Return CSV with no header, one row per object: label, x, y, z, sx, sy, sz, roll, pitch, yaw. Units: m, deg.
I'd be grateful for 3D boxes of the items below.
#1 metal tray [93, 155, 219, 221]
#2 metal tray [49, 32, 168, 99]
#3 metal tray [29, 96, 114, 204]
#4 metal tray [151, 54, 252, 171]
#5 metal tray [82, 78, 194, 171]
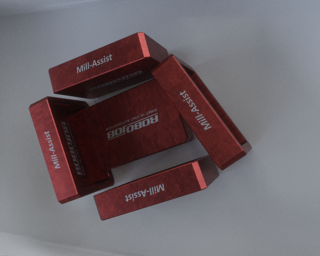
metal tray,-0.001,0.069,0.373,0.130,0.090,0.030,-21,83,18
metal tray,-0.060,-0.073,0.394,0.130,0.090,0.030,-17,85,19
metal tray,-0.114,0.026,0.412,0.030,0.090,0.129,-22,83,18
metal tray,0.051,-0.018,0.356,0.030,0.090,0.130,-38,78,17
metal tray,-0.032,-0.004,0.415,0.130,0.030,0.090,-21,83,18
